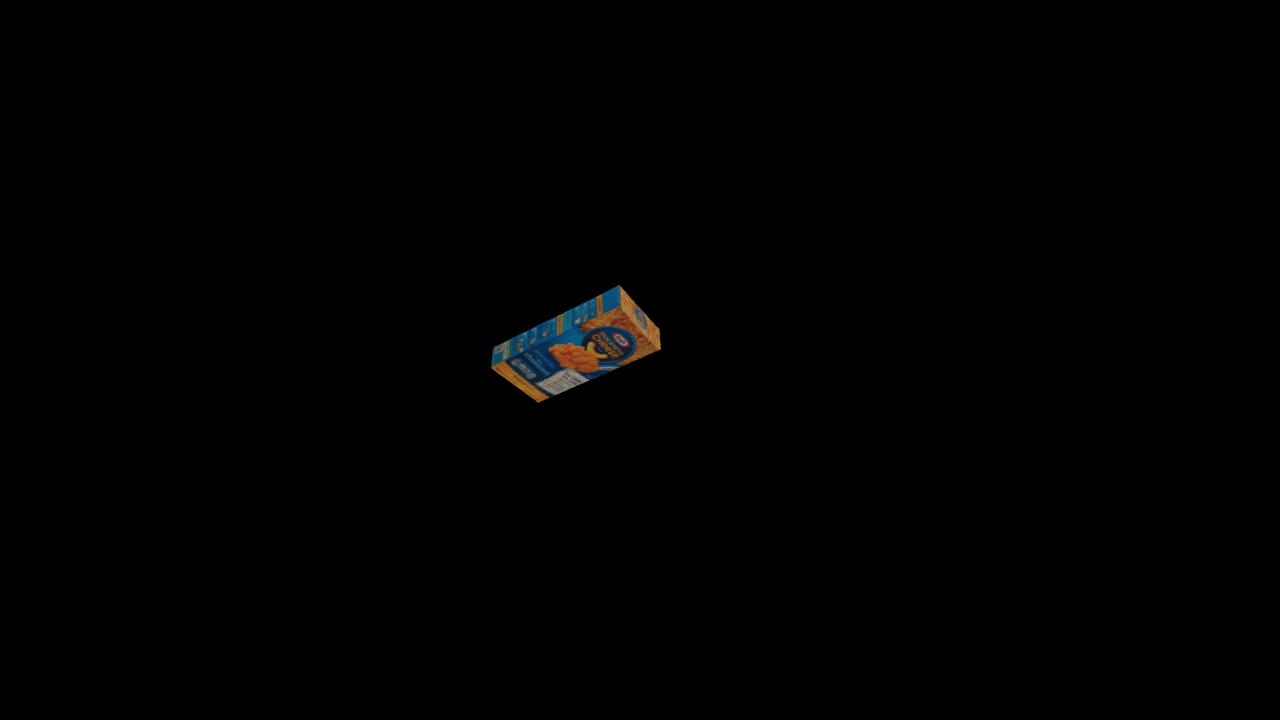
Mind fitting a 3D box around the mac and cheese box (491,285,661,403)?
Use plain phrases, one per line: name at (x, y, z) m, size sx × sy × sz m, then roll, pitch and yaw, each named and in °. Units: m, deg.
mac and cheese box at (-0.077, -0.014, 0.739) m, size 0.184 × 0.041 × 0.093 m, roll -24°, pitch -44°, yaw 21°
